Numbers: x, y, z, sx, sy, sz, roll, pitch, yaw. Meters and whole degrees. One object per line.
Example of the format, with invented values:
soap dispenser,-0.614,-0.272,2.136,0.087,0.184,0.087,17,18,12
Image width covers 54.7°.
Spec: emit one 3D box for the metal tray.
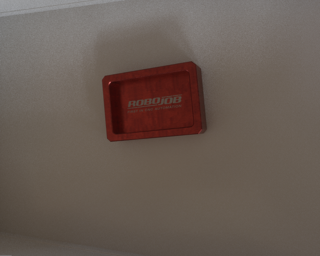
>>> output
metal tray,-0.009,-0.032,0.410,0.130,0.030,0.089,-6,88,19
